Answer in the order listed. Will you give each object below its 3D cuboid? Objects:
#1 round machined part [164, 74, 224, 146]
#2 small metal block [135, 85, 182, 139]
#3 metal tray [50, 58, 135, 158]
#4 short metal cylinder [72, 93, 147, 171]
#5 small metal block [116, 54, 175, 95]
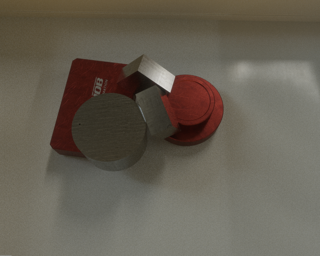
[{"bbox_3d":[0.035,-0.029,0.409,0.099,0.042,0.098,0,70,-1],"label":"round machined part"},{"bbox_3d":[0.000,-0.017,0.359,0.025,0.050,0.050,-24,78,11],"label":"small metal block"},{"bbox_3d":[-0.082,-0.025,0.411,0.091,0.030,0.130,7,70,2],"label":"metal tray"},{"bbox_3d":[-0.056,0.006,0.360,0.081,0.050,0.080,0,70,0],"label":"short metal cylinder"},{"bbox_3d":[-0.018,-0.060,0.389,0.050,0.050,0.025,31,62,-28],"label":"small metal block"}]
